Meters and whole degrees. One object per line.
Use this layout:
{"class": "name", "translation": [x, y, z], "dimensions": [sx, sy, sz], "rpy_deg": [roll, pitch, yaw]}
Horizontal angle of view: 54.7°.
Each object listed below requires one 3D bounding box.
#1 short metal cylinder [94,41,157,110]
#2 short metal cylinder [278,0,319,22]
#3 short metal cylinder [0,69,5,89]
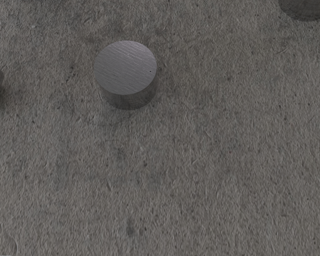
{"class": "short metal cylinder", "translation": [-0.044, -0.070, 0.420], "dimensions": [0.081, 0.050, 0.080], "rpy_deg": [0, 70, 0]}
{"class": "short metal cylinder", "translation": [0.230, -0.212, 0.474], "dimensions": [0.081, 0.050, 0.080], "rpy_deg": [0, 70, 0]}
{"class": "short metal cylinder", "translation": [-0.252, -0.058, 0.398], "dimensions": [0.080, 0.080, 0.050], "rpy_deg": [9, 71, 3]}
